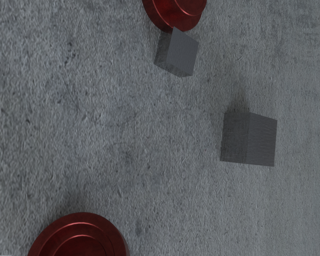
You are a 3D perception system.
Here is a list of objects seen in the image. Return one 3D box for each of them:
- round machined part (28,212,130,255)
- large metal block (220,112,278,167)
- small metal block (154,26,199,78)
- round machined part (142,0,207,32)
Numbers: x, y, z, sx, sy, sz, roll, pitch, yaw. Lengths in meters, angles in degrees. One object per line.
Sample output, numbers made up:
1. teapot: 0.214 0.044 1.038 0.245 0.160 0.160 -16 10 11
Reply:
1. round machined part: -0.077 0.137 0.307 0.098 0.098 0.042 -58 159 -24
2. large metal block: 0.149 0.020 0.517 0.081 0.050 0.080 10 83 -40
3. small metal block: 0.023 -0.103 0.426 0.050 0.025 0.050 20 77 -39
4. round machined part: 0.026 -0.180 0.417 0.099 0.042 0.097 0 90 -40
